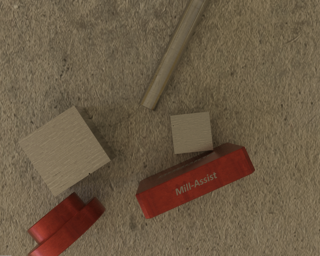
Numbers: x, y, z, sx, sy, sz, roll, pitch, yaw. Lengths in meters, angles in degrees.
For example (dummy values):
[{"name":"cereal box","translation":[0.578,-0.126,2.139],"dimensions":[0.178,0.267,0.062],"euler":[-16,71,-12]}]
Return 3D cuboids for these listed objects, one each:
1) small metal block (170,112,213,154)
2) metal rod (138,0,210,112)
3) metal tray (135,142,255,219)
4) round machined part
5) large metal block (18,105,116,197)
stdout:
[{"name":"small metal block","translation":[0.041,0.006,0.410],"dimensions":[0.050,0.025,0.050],"euler":[-6,90,0]},{"name":"metal rod","translation":[0.048,-0.161,0.410],"dimensions":[0.025,0.025,0.299],"euler":[26,90,0]},{"name":"metal tray","translation":[0.039,0.059,0.377],"dimensions":[0.131,0.090,0.030],"euler":[-24,90,0]},{"name":"round machined part","translation":[-0.117,0.115,0.373],"dimensions":[0.098,0.098,0.042],"euler":[-40,90,0]},{"name":"large metal block","translation":[-0.115,0.028,0.397],"dimensions":[0.080,0.050,0.080],"euler":[-33,90,0]}]
